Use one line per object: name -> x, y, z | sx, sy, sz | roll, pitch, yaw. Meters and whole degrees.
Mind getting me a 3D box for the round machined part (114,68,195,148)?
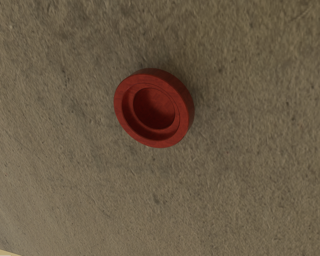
round machined part -> -0.004, -0.027, 0.380 | 0.098, 0.042, 0.097 | 13, 124, 20
